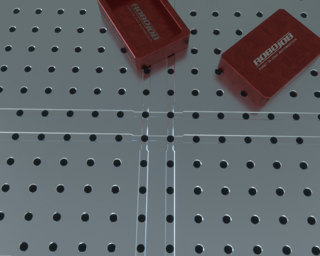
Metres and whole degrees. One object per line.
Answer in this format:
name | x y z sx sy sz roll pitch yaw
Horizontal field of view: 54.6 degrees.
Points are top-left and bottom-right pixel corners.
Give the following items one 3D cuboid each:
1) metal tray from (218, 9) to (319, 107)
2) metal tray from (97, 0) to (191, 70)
metal tray | 0.161 -0.103 0.448 0.130 0.030 0.090 -39 75 -13
metal tray | -0.025 -0.162 0.467 0.090 0.030 0.130 -29 73 -10
